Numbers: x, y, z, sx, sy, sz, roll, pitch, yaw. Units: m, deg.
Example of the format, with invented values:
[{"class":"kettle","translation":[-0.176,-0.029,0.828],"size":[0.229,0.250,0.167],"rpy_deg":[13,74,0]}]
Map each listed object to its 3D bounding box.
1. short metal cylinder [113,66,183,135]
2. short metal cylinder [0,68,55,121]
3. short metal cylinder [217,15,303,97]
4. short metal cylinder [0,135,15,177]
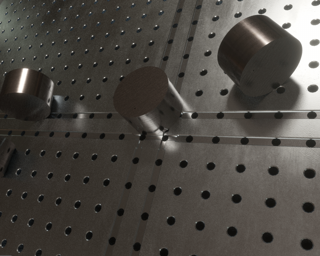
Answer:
[{"class":"short metal cylinder","translation":[-0.016,-0.037,0.421],"size":[0.080,0.050,0.080],"rpy_deg":[-13,56,20]},{"class":"short metal cylinder","translation":[-0.223,-0.054,0.520],"size":[0.080,0.080,0.050],"rpy_deg":[-15,56,19]},{"class":"short metal cylinder","translation":[0.116,-0.083,0.363],"size":[0.080,0.080,0.050],"rpy_deg":[-34,52,6]},{"class":"short metal cylinder","translation":[-0.281,0.041,0.492],"size":[0.080,0.080,0.050],"rpy_deg":[-4,60,26]}]
